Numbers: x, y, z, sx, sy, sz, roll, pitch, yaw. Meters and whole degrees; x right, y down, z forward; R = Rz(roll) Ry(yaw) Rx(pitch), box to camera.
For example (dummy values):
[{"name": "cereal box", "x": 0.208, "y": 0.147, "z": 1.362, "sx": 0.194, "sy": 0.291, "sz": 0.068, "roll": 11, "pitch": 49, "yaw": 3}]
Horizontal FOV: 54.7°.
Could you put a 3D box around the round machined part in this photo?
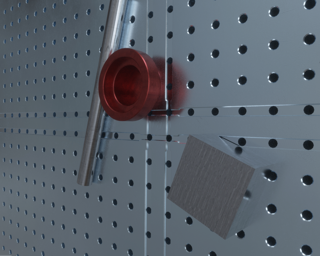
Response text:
[{"name": "round machined part", "x": -0.038, "y": -0.058, "z": 0.429, "sx": 0.098, "sy": 0.042, "sz": 0.097, "roll": 0, "pitch": 90, "yaw": 40}]

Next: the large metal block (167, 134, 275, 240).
[{"name": "large metal block", "x": 0.064, "y": 0.059, "z": 0.340, "sx": 0.080, "sy": 0.050, "sz": 0.079, "roll": 29, "pitch": 108, "yaw": 36}]

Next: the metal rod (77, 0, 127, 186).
[{"name": "metal rod", "x": -0.092, "y": -0.052, "z": 0.485, "sx": 0.025, "sy": 0.025, "sz": 0.298, "roll": 21, "pitch": 103, "yaw": 38}]
